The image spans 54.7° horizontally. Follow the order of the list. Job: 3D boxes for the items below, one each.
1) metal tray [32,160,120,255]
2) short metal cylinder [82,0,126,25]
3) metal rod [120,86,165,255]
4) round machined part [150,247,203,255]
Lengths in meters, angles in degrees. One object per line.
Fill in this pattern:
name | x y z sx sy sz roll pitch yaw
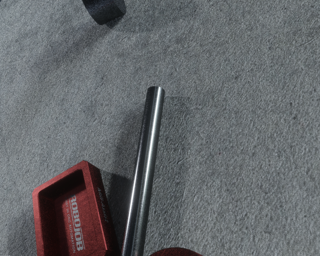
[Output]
metal tray | -0.108 0.116 0.384 0.090 0.030 0.130 -30 52 8
short metal cylinder | -0.103 -0.237 0.566 0.050 0.080 0.080 -21 54 15
metal rod | -0.023 0.079 0.365 0.025 0.025 0.299 -6 59 24
round machined part | 0.019 0.164 0.282 0.098 0.042 0.098 -13 56 20
